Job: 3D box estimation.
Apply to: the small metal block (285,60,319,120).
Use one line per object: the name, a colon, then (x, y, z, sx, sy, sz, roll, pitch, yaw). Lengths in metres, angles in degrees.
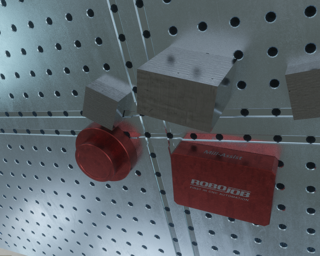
small metal block: (0.156, -0.038, 0.305, 0.050, 0.025, 0.050, -7, 115, 31)

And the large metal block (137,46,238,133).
large metal block: (0.030, -0.045, 0.331, 0.080, 0.080, 0.050, 16, 125, 19)

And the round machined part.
round machined part: (-0.089, 0.043, 0.472, 0.098, 0.042, 0.097, 13, 124, 20)

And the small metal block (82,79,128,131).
small metal block: (-0.077, -0.032, 0.431, 0.050, 0.025, 0.050, 26, 128, 11)

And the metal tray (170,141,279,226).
metal tray: (0.082, 0.072, 0.409, 0.130, 0.030, 0.089, 9, 122, 23)
